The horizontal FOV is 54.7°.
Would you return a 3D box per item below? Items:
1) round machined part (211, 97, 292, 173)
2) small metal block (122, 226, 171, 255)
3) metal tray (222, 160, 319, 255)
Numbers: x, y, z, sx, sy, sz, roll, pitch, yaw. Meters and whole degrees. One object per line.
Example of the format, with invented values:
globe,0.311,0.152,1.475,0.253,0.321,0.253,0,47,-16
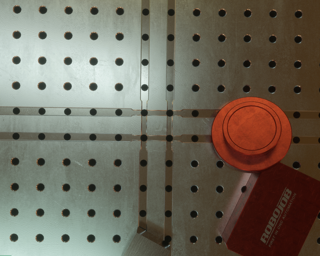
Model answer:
round machined part,0.114,0.005,0.389,0.098,0.042,0.098,-4,72,12
small metal block,-0.021,0.169,0.413,0.050,0.025,0.050,29,90,0
metal tray,0.152,0.114,0.412,0.090,0.030,0.130,26,90,0
